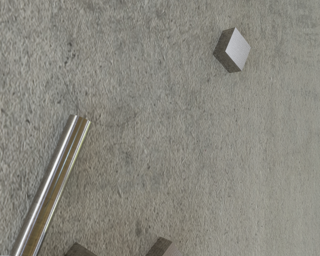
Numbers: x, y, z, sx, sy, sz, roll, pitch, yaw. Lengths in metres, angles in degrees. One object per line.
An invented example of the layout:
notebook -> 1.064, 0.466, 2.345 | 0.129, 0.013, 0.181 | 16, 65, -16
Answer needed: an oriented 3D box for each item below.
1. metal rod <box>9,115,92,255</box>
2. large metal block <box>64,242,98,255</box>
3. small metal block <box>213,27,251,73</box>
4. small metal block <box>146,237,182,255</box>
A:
metal rod -> -0.132, 0.127, 0.295 | 0.025, 0.025, 0.299 | 30, 71, -36
large metal block -> -0.080, 0.183, 0.323 | 0.080, 0.050, 0.080 | -50, 120, -29
small metal block -> 0.118, -0.126, 0.507 | 0.050, 0.025, 0.050 | 38, 67, -34
small metal block -> 0.005, 0.184, 0.412 | 0.050, 0.025, 0.050 | -45, 117, -31
